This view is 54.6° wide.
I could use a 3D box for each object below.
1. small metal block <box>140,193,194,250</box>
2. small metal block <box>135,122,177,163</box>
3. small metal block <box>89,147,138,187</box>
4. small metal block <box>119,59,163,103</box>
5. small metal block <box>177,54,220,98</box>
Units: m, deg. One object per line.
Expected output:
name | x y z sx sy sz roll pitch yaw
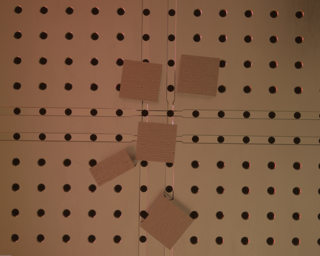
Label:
small metal block | 0.009 0.123 0.414 0.050 0.025 0.050 39 90 0
small metal block | -0.005 0.018 0.413 0.050 0.025 0.050 5 90 0
small metal block | -0.058 0.048 0.401 0.050 0.050 0.025 -29 90 0
small metal block | -0.025 -0.061 0.413 0.050 0.025 0.050 8 90 0
small metal block | 0.050 -0.068 0.414 0.050 0.025 0.050 6 90 0
